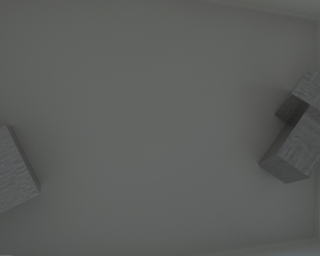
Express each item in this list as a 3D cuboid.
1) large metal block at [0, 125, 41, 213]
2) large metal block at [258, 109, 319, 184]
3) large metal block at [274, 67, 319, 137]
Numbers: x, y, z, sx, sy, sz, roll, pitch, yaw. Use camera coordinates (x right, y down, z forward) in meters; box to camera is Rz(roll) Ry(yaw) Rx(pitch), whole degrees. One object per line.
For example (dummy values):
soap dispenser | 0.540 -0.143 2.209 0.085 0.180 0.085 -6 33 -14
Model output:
large metal block | -0.184 0.049 0.329 0.081 0.050 0.080 -25 99 -18
large metal block | 0.196 0.030 0.446 0.050 0.080 0.080 37 77 10
large metal block | 0.226 -0.031 0.449 0.080 0.080 0.050 35 77 13
